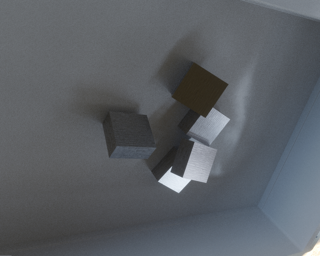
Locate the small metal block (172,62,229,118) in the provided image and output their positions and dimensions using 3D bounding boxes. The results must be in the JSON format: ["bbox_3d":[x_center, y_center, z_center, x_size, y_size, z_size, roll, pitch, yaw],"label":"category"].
[{"bbox_3d":[0.049,-0.049,0.391,0.050,0.025,0.050,31,103,-7],"label":"small metal block"}]

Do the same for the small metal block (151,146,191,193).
[{"bbox_3d":[0.024,0.063,0.461,0.050,0.025,0.050,-48,129,6],"label":"small metal block"}]

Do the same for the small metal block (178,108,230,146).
[{"bbox_3d":[0.062,-0.008,0.438,0.050,0.025,0.050,28,103,-38],"label":"small metal block"}]

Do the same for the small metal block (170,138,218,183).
[{"bbox_3d":[0.048,0.046,0.433,0.050,0.025,0.050,20,88,-41],"label":"small metal block"}]

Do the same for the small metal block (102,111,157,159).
[{"bbox_3d":[-0.038,0.009,0.374,0.050,0.050,0.025,5,141,-31],"label":"small metal block"}]
